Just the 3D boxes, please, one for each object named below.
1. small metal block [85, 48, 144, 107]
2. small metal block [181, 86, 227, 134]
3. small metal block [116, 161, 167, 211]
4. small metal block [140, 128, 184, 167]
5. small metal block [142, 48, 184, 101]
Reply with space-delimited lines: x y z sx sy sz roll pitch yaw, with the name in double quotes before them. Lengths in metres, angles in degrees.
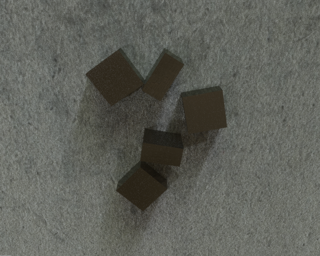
"small metal block" -0.055 -0.064 0.386 0.050 0.025 0.050 -34 107 11
"small metal block" 0.057 -0.024 0.402 0.050 0.025 0.050 -10 110 3
"small metal block" -0.025 0.081 0.439 0.050 0.025 0.050 41 105 -14
"small metal block" 0.002 0.025 0.406 0.050 0.050 0.025 9 110 -4
"small metal block" 0.003 -0.065 0.372 0.025 0.050 0.050 30 107 -11
